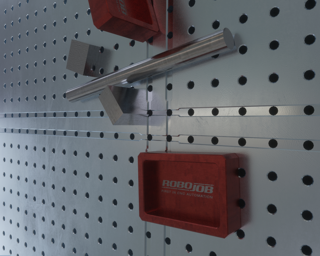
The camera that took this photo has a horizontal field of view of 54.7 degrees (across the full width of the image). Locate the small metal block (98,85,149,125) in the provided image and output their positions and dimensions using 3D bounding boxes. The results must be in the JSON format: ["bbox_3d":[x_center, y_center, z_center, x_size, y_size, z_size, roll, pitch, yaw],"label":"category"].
[{"bbox_3d":[-0.051,-0.031,0.435,0.025,0.050,0.050,-45,63,31],"label":"small metal block"}]

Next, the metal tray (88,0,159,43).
[{"bbox_3d":[-0.055,-0.186,0.412,0.030,0.091,0.129,-24,75,38],"label":"metal tray"}]

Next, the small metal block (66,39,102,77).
[{"bbox_3d":[-0.127,-0.116,0.515,0.050,0.025,0.050,25,105,37],"label":"small metal block"}]

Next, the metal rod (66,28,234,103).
[{"bbox_3d":[-0.037,-0.078,0.440,0.300,0.025,0.025,-11,83,39],"label":"metal rod"}]

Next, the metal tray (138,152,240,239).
[{"bbox_3d":[0.031,0.075,0.380,0.130,0.030,0.089,-2,89,40],"label":"metal tray"}]
